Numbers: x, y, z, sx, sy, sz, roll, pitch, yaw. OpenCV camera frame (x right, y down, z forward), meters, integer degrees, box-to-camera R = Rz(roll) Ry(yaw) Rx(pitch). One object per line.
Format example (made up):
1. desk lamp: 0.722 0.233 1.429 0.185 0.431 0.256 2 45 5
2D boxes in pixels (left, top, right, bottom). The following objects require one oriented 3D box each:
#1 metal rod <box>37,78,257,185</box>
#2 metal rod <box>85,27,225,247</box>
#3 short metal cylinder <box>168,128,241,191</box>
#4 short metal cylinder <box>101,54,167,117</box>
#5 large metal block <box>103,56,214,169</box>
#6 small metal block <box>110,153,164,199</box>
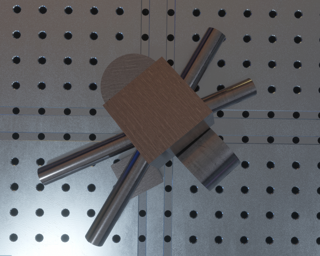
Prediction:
1. metal rod: -0.016 0.005 0.409 0.301 0.025 0.025 -23 90 0
2. metal rod: -0.006 0.010 0.385 0.025 0.025 0.299 31 89 0
3. short metal cylinder: 0.052 0.031 0.383 0.050 0.080 0.080 -43 90 1
4. short metal cylinder: -0.031 -0.050 0.397 0.081 0.050 0.079 0 90 0
5. large metal block: 0.001 -0.014 0.334 0.080 0.050 0.080 -40 73 1
6. small metal block: -0.030 0.059 0.410 0.050 0.025 0.050 -28 90 0
